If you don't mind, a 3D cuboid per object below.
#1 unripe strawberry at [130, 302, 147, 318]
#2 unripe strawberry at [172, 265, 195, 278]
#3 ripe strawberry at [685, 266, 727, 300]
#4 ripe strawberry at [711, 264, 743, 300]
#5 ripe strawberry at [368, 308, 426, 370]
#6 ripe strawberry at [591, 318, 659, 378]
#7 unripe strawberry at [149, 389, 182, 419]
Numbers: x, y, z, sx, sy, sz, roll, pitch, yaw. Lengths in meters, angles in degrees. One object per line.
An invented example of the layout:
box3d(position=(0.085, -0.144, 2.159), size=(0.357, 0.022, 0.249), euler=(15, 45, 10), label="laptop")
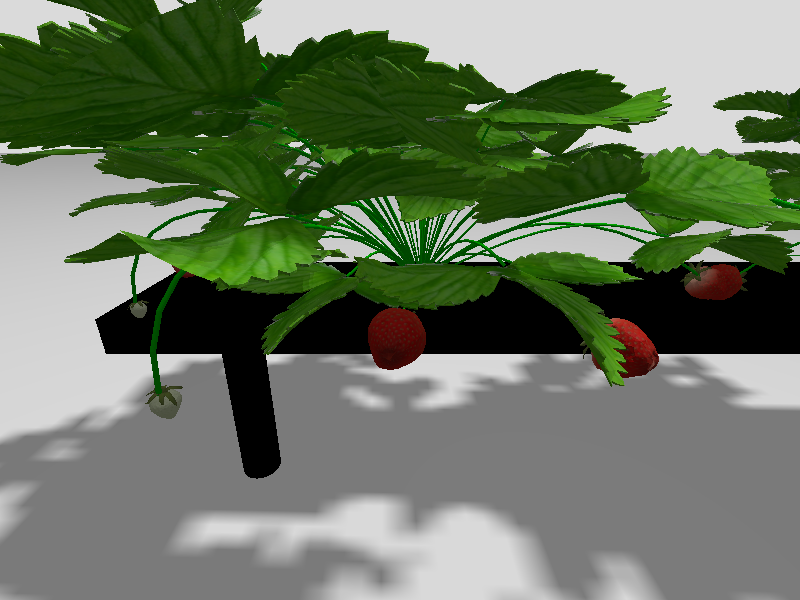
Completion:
box3d(position=(-0.174, 0.007, 0.267), size=(0.010, 0.011, 0.011), euler=(-11, 25, -26), label="unripe strawberry")
box3d(position=(-0.207, -0.035, 0.389), size=(0.030, 0.031, 0.029), euler=(26, 22, -4), label="unripe strawberry")
box3d(position=(0.262, -0.014, 0.331), size=(0.032, 0.031, 0.029), euler=(-8, 23, -8), label="ripe strawberry")
box3d(position=(0.251, -0.012, 0.327), size=(0.028, 0.027, 0.030), euler=(36, 24, -4), label="ripe strawberry")
box3d(position=(-0.003, 0.024, 0.230), size=(0.034, 0.036, 0.037), euler=(3, 23, 8), label="ripe strawberry")
box3d(position=(0.122, 0.028, 0.218), size=(0.030, 0.034, 0.032), euler=(-14, 31, -30), label="ripe strawberry")
box3d(position=(-0.107, 0.048, 0.183), size=(0.013, 0.014, 0.014), euler=(13, 26, 30), label="unripe strawberry")
